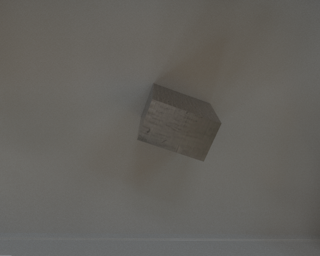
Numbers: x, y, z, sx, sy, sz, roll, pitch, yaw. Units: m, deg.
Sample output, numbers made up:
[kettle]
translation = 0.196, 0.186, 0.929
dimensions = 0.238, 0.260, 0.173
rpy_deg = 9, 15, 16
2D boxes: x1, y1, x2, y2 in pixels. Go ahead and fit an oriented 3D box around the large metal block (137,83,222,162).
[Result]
[large metal block]
translation = 0.021, -0.010, 0.379
dimensions = 0.080, 0.080, 0.050
rpy_deg = 19, 109, -7
